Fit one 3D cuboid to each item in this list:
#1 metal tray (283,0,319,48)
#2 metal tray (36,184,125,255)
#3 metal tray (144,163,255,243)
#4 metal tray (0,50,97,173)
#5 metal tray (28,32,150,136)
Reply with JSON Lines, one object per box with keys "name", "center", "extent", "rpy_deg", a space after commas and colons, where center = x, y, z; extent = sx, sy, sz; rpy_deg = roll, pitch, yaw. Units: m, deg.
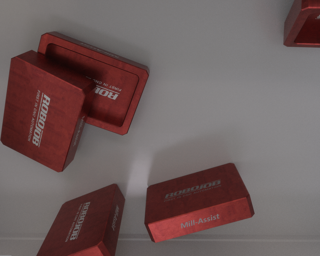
{"name": "metal tray", "center": [0.206, -0.114, 0.321], "extent": [0.131, 0.090, 0.030], "rpy_deg": [4, 82, 10]}
{"name": "metal tray", "center": [-0.098, 0.131, 0.403], "extent": [0.090, 0.130, 0.030], "rpy_deg": [-22, 109, 8]}
{"name": "metal tray", "center": [0.047, 0.096, 0.412], "extent": [0.131, 0.090, 0.030], "rpy_deg": [-17, 109, 6]}
{"name": "metal tray", "center": [-0.139, -0.016, 0.377], "extent": [0.090, 0.030, 0.129], "rpy_deg": [27, 122, 1]}
{"name": "metal tray", "center": [-0.088, -0.054, 0.387], "extent": [0.131, 0.030, 0.089], "rpy_deg": [20, 109, -7]}
